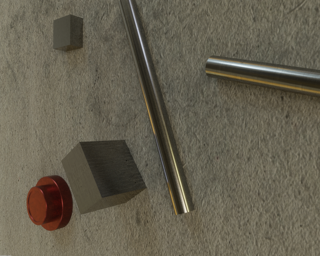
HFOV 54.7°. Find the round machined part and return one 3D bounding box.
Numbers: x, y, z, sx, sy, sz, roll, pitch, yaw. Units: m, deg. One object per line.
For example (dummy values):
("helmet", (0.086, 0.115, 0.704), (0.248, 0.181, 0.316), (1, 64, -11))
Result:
("round machined part", (-0.204, 0.137, 0.559), (0.098, 0.042, 0.097), (0, 90, 39))

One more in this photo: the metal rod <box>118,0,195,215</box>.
("metal rod", (-0.008, -0.038, 0.409), (0.025, 0.025, 0.299), (-25, 75, 37))

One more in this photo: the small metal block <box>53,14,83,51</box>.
("small metal block", (-0.158, -0.162, 0.533), (0.050, 0.025, 0.050), (1, 91, 39))

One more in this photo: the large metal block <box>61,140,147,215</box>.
("large metal block", (-0.077, 0.065, 0.431), (0.050, 0.081, 0.080), (-41, 65, 32))

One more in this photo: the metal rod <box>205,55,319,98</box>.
("metal rod", (0.171, -0.031, 0.262), (0.300, 0.025, 0.025), (19, 102, 38))
